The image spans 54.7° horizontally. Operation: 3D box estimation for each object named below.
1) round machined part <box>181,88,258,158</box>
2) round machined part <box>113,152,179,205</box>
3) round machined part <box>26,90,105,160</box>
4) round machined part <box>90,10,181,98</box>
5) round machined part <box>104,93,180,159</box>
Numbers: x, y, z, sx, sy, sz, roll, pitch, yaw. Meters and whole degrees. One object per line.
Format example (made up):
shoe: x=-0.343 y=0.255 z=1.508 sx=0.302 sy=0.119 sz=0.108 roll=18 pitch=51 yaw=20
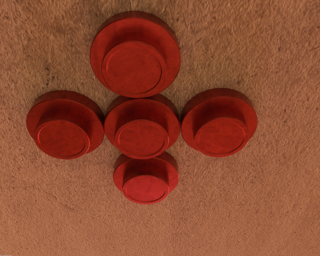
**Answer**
round machined part: x=0.076 y=0.000 z=0.399 sx=0.099 sy=0.042 sz=0.097 roll=-1 pitch=130 yaw=0
round machined part: x=-0.021 y=0.078 z=0.463 sx=0.099 sy=0.042 sz=0.097 roll=-1 pitch=130 yaw=0
round machined part: x=-0.122 y=0.003 z=0.398 sx=0.099 sy=0.042 sz=0.097 roll=-1 pitch=130 yaw=0
round machined part: x=-0.027 y=-0.072 z=0.336 sx=0.099 sy=0.042 sz=0.097 roll=-1 pitch=130 yaw=0
round machined part: x=-0.023 y=0.003 z=0.400 sx=0.099 sy=0.042 sz=0.097 roll=-1 pitch=130 yaw=0
